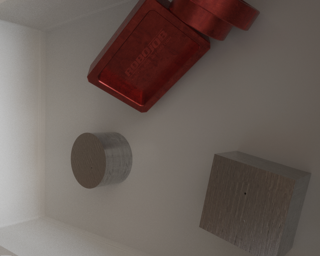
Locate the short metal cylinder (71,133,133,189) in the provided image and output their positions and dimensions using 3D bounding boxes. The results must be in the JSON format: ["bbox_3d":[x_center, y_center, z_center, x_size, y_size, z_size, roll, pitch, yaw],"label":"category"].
[{"bbox_3d":[-0.087,0.046,0.460,0.080,0.050,0.079,0,90,39],"label":"short metal cylinder"}]

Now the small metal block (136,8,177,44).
[{"bbox_3d":[-0.002,-0.127,0.391,0.050,0.050,0.025,-43,64,31],"label":"small metal block"}]

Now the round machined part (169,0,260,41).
[{"bbox_3d":[0.049,-0.126,0.318,0.098,0.099,0.042,48,122,29],"label":"round machined part"}]

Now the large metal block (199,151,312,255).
[{"bbox_3d":[0.094,0.074,0.312,0.080,0.050,0.079,17,101,38],"label":"large metal block"}]

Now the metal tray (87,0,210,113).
[{"bbox_3d":[-0.016,-0.086,0.374,0.129,0.090,0.030,-43,30,31],"label":"metal tray"}]
